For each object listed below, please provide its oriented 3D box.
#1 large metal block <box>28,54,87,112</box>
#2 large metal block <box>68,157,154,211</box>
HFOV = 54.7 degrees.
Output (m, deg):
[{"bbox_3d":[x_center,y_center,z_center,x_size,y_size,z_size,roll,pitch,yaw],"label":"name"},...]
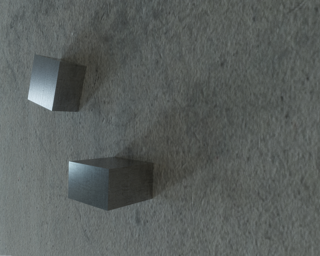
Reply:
[{"bbox_3d":[-0.178,-0.077,0.532,0.080,0.050,0.079,21,103,37],"label":"large metal block"},{"bbox_3d":[-0.066,0.071,0.421,0.080,0.081,0.050,3,92,39],"label":"large metal block"}]
